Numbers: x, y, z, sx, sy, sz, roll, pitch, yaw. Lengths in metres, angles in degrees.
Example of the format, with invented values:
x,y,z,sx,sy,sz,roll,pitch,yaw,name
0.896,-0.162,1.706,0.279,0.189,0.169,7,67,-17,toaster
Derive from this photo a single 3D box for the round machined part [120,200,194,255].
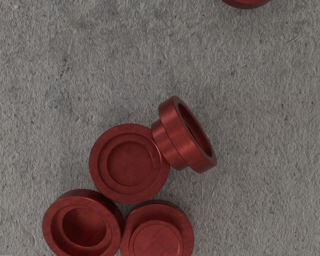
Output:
x,y,z,sx,sy,sz,roll,pitch,yaw,name
-0.005,0.146,0.401,0.099,0.042,0.097,0,90,0,round machined part

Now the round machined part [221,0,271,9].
x,y,z,sx,sy,sz,roll,pitch,yaw,name
0.112,-0.202,0.402,0.099,0.042,0.097,0,90,0,round machined part

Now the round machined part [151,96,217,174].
x,y,z,sx,sy,sz,roll,pitch,yaw,name
0.025,0.013,0.376,0.042,0.098,0.098,-32,90,15,round machined part

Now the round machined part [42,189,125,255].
x,y,z,sx,sy,sz,roll,pitch,yaw,name
-0.092,0.120,0.392,0.099,0.042,0.097,2,106,6,round machined part

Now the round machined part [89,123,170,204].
x,y,z,sx,sy,sz,roll,pitch,yaw,name
-0.038,0.046,0.395,0.099,0.042,0.098,1,80,-3,round machined part
